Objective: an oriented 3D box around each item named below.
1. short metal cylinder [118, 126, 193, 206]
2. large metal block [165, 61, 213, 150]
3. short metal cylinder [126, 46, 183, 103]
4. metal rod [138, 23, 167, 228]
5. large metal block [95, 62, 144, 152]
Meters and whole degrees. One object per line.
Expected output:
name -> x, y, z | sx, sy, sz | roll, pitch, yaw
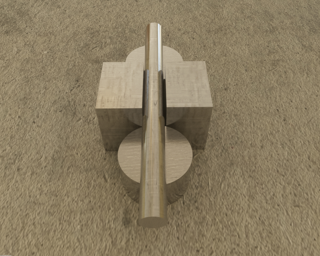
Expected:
short metal cylinder -> -0.005, 0.043, 0.353 | 0.081, 0.050, 0.080 | 0, 49, 0
large metal block -> 0.032, -0.028, 0.392 | 0.050, 0.080, 0.080 | -1, 50, -1
short metal cylinder -> -0.008, -0.077, 0.453 | 0.081, 0.050, 0.080 | 0, 49, 0
metal rod -> -0.008, -0.032, 0.366 | 0.025, 0.025, 0.300 | 0, 50, 0
large metal block -> -0.045, -0.026, 0.390 | 0.050, 0.080, 0.080 | -1, 50, -1
